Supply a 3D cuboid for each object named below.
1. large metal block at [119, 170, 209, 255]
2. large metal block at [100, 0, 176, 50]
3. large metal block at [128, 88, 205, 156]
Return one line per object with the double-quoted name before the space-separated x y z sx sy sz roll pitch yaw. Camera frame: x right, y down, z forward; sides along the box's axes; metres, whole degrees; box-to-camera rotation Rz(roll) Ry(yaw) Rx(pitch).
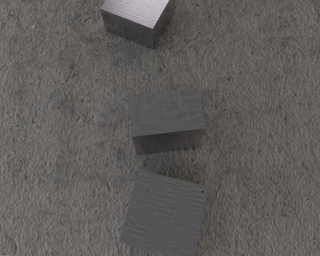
"large metal block" 0.006 0.101 0.358 0.080 0.050 0.080 13 71 5
"large metal block" -0.029 -0.175 0.458 0.080 0.050 0.080 23 72 8
"large metal block" 0.006 -0.005 0.381 0.081 0.080 0.050 -7 70 -3
